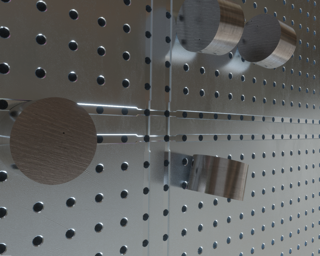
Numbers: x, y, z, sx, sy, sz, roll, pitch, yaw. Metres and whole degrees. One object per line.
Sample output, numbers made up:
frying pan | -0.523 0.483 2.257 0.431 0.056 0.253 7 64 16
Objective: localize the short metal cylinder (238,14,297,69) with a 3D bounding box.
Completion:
short metal cylinder | 0.180 -0.145 0.523 0.050 0.080 0.080 6 86 -40

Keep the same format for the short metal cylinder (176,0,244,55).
short metal cylinder | 0.068 -0.144 0.430 0.050 0.080 0.079 -4 93 -40

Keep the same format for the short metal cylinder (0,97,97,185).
short metal cylinder | -0.109 0.012 0.301 0.081 0.050 0.079 0 90 -40

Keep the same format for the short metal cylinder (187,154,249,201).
short metal cylinder | 0.082 0.071 0.442 0.080 0.080 0.050 20 78 -38
